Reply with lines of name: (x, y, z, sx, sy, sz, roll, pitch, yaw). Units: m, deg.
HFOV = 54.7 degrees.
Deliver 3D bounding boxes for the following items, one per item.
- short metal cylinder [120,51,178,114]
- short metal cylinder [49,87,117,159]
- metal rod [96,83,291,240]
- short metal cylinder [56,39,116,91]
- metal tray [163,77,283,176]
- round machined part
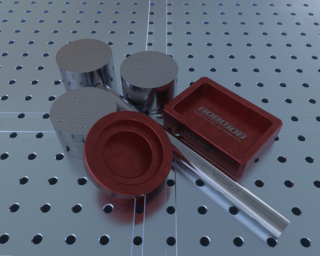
short metal cylinder: (-0.015, -0.066, 0.446, 0.080, 0.050, 0.080, 0, 50, 0)
short metal cylinder: (-0.093, -0.007, 0.396, 0.080, 0.050, 0.080, 0, 50, 0)
metal rod: (0.020, 0.025, 0.387, 0.300, 0.025, 0.025, 37, 59, 27)
short metal cylinder: (-0.109, -0.090, 0.466, 0.080, 0.050, 0.080, 0, 50, 0)
metal tray: (0.080, -0.008, 0.410, 0.130, 0.030, 0.090, 36, 59, 26)
round machined part: (-0.038, 0.032, 0.355, 0.099, 0.042, 0.098, 8, 64, -16)
